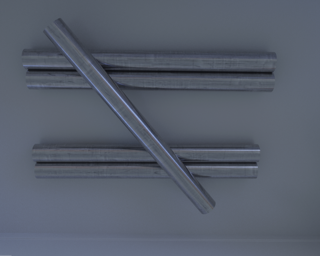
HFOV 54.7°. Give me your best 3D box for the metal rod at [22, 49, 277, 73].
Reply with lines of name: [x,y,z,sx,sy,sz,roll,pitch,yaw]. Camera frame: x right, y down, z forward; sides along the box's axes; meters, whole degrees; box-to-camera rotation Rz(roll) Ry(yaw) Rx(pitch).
metal rod: [-0.012,-0.082,0.379,0.302,0.025,0.025,1,110,-1]

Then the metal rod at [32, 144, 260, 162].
metal rod: [-0.018,0.034,0.422,0.302,0.025,0.025,0,110,-1]

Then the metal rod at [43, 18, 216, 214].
metal rod: [-0.026,-0.003,0.382,0.025,0.025,0.300,-36,106,12]

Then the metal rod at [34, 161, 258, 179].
metal rod: [-0.018,0.058,0.430,0.302,0.025,0.025,0,110,-1]

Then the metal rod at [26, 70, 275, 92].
metal rod: [-0.011,-0.059,0.387,0.302,0.025,0.025,1,110,-1]
